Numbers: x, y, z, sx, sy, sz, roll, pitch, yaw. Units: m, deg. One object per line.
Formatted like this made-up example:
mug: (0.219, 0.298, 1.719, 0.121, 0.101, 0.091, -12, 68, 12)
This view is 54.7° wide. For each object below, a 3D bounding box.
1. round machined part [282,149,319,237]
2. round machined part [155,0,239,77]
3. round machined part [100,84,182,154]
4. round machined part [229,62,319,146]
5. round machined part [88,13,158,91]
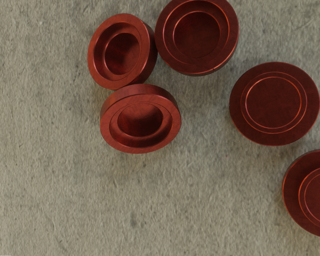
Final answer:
round machined part: (0.185, 0.072, 0.335, 0.098, 0.042, 0.097, 0, 90, 19)
round machined part: (0.046, -0.111, 0.380, 0.098, 0.042, 0.097, 0, 90, 13)
round machined part: (-0.025, -0.016, 0.389, 0.098, 0.098, 0.042, -32, 41, 17)
round machined part: (0.129, -0.028, 0.354, 0.098, 0.042, 0.097, 0, 90, 19)
round machined part: (-0.044, -0.095, 0.408, 0.098, 0.042, 0.097, -3, 84, 29)
